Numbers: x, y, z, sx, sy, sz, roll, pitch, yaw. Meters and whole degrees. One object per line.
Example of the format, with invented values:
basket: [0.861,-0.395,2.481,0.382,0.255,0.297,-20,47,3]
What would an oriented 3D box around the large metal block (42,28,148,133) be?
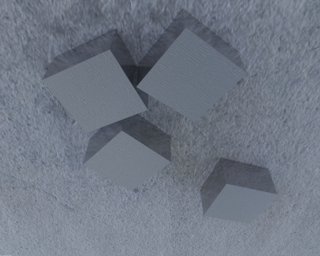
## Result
large metal block: [-0.067,-0.050,0.347,0.080,0.050,0.080,-20,128,15]

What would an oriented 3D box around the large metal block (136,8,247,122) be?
large metal block: [0.032,-0.065,0.336,0.080,0.050,0.080,30,124,-23]

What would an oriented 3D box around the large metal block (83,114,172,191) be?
large metal block: [-0.042,0.030,0.416,0.080,0.050,0.080,35,122,-27]

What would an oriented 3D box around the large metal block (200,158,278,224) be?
large metal block: [0.117,0.098,0.477,0.081,0.050,0.079,14,129,-12]
